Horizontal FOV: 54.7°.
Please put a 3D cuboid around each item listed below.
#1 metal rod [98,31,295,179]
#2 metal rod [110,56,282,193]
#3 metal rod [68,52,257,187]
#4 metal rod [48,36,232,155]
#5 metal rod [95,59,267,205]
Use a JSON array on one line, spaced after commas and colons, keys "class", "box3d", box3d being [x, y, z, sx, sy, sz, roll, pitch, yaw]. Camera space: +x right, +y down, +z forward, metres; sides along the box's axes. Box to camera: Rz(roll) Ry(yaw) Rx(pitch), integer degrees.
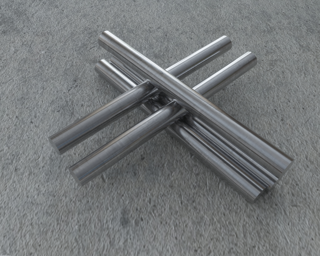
[{"class": "metal rod", "box3d": [0.024, -0.044, 0.376, 0.025, 0.025, 0.300, -35, 59, -26]}, {"class": "metal rod", "box3d": [0.030, -0.021, 0.423, 0.025, 0.025, 0.300, -35, 58, -26]}, {"class": "metal rod", "box3d": [0.022, -0.025, 0.393, 0.302, 0.025, 0.025, -35, 58, -26]}, {"class": "metal rod", "box3d": [-0.009, -0.056, 0.419, 0.302, 0.025, 0.025, -35, 58, -26]}, {"class": "metal rod", "box3d": [0.009, -0.010, 0.413, 0.025, 0.025, 0.300, -35, 58, -26]}]
